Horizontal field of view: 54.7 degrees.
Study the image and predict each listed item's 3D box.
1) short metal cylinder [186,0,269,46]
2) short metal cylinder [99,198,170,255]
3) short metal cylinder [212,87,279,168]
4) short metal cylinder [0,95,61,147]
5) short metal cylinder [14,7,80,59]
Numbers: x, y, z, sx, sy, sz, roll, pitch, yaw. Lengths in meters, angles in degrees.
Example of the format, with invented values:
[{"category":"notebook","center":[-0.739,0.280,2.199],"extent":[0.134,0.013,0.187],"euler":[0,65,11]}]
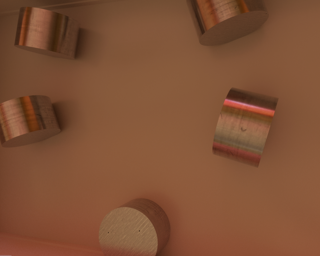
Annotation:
[{"category":"short metal cylinder","center":[0.076,-0.135,0.354],"extent":[0.080,0.080,0.050],"euler":[-19,84,19]},{"category":"short metal cylinder","center":[-0.032,0.138,0.408],"extent":[0.080,0.050,0.079],"euler":[0,90,19]},{"category":"short metal cylinder","center":[0.096,-0.001,0.347],"extent":[0.050,0.080,0.079],"euler":[17,96,19]},{"category":"short metal cylinder","center":[-0.192,-0.009,0.447],"extent":[0.080,0.080,0.050],"euler":[-22,83,18]},{"category":"short metal cylinder","center":[-0.157,-0.131,0.435],"extent":[0.080,0.080,0.050],"euler":[12,94,19]}]
